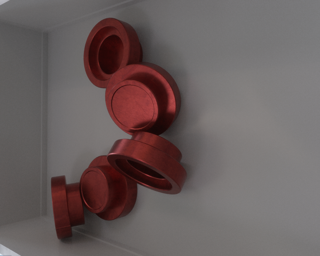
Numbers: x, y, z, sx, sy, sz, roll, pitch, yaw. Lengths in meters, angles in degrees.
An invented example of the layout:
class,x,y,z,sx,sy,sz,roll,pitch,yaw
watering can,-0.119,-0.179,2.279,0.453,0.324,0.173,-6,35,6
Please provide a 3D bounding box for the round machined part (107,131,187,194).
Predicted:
class,x,y,z,sx,sy,sz,roll,pitch,yaw
round machined part,-0.012,0.040,0.382,0.098,0.098,0.042,4,57,40

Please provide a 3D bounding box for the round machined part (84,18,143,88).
class,x,y,z,sx,sy,sz,roll,pitch,yaw
round machined part,-0.063,-0.105,0.448,0.098,0.042,0.097,0,90,40

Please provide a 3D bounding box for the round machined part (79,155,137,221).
class,x,y,z,sx,sy,sz,roll,pitch,yaw
round machined part,-0.084,0.090,0.465,0.098,0.042,0.097,0,90,40

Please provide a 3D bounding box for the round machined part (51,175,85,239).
class,x,y,z,sx,sy,sz,roll,pitch,yaw
round machined part,-0.146,0.124,0.497,0.098,0.042,0.097,173,89,-73

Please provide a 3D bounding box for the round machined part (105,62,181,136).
class,x,y,z,sx,sy,sz,roll,pitch,yaw
round machined part,-0.027,-0.032,0.392,0.098,0.042,0.097,7,112,18
